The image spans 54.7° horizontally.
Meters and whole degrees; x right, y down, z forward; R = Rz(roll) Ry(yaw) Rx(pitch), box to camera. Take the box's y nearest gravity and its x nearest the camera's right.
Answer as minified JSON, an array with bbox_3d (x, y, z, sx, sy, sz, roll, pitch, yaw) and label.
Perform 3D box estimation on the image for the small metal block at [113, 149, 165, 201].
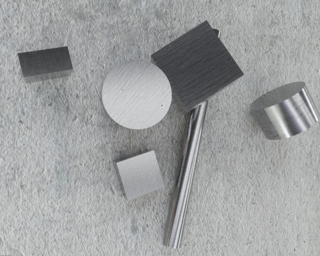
[{"bbox_3d":[-0.028,0.059,0.399,0.050,0.025,0.050,-18,96,-19],"label":"small metal block"}]

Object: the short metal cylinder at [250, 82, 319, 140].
[{"bbox_3d":[0.179,-0.025,0.446,0.080,0.080,0.050,-34,101,-17],"label":"short metal cylinder"}]

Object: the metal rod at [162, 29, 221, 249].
[{"bbox_3d":[0.045,0.011,0.425,0.025,0.025,0.298,13,86,-20],"label":"metal rod"}]

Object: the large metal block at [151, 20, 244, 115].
[{"bbox_3d":[0.044,-0.074,0.393,0.080,0.050,0.080,-33,87,-3],"label":"large metal block"}]

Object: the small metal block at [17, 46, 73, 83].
[{"bbox_3d":[-0.128,-0.070,0.348,0.050,0.050,0.025,-14,95,-20],"label":"small metal block"}]

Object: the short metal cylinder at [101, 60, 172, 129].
[{"bbox_3d":[-0.031,-0.039,0.379,0.081,0.050,0.079,-1,93,-13],"label":"short metal cylinder"}]
